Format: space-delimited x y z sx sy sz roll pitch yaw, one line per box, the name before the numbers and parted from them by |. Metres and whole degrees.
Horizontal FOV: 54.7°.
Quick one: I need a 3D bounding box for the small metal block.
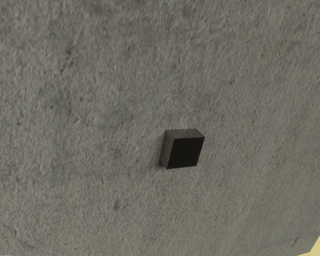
small metal block | 0.031 0.029 0.444 0.050 0.025 0.050 -2 120 -28
